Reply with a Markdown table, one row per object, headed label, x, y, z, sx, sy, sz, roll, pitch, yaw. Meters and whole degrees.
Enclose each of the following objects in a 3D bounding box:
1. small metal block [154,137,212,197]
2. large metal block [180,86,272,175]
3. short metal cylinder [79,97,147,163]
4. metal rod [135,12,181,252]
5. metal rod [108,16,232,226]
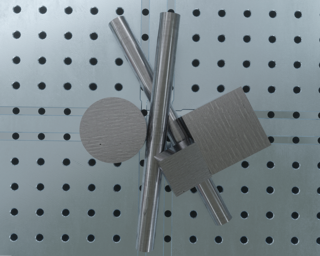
| label | x | y | z | sx | sy | sz | roll | pitch | yaw |
| --- | --- | --- | --- | --- | --- | --- | --- | --- | --- |
| small metal block | 0.028 | 0.047 | 0.378 | 0.050 | 0.025 | 0.050 | -28 | 105 | -8 |
| large metal block | 0.080 | 0.003 | 0.397 | 0.080 | 0.050 | 0.080 | -27 | 90 | 0 |
| short metal cylinder | -0.057 | 0.002 | 0.397 | 0.081 | 0.050 | 0.079 | 0 | 90 | -1 |
| metal rod | -0.004 | 0.011 | 0.390 | 0.025 | 0.025 | 0.298 | 6 | 98 | 0 |
| metal rod | 0.014 | -0.009 | 0.410 | 0.025 | 0.025 | 0.299 | -28 | 91 | 0 |
